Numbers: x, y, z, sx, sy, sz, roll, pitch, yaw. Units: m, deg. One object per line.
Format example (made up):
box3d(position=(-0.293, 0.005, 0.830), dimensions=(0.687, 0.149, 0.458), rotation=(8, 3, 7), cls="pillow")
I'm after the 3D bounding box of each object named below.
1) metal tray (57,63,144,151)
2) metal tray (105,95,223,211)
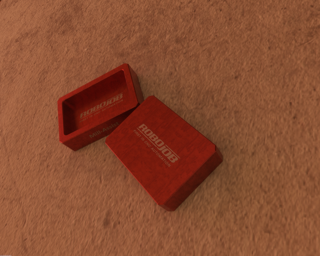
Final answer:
box3d(position=(-0.090, -0.032, 0.465), dimensions=(0.130, 0.030, 0.090), rotation=(-25, 53, 12), cls="metal tray")
box3d(position=(0.000, 0.026, 0.383), dimensions=(0.090, 0.030, 0.130), rotation=(-45, 51, -4), cls="metal tray")
